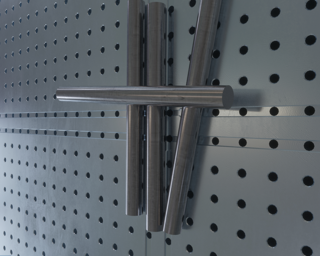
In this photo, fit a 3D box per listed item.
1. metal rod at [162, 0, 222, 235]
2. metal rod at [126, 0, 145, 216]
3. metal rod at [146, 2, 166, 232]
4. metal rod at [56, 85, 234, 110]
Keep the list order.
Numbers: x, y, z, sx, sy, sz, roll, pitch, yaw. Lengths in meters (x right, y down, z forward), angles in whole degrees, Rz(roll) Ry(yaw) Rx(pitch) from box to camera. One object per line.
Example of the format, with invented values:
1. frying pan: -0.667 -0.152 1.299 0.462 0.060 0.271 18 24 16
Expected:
1. metal rod: 0.038 -0.015 0.378 0.025 0.025 0.298 15 100 39
2. metal rod: -0.035 -0.028 0.439 0.025 0.025 0.298 1 91 40
3. metal rod: -0.006 -0.014 0.414 0.025 0.025 0.298 1 90 40
4. metal rod: -0.045 -0.044 0.413 0.300 0.025 0.025 6 94 40
